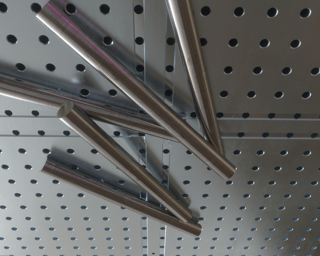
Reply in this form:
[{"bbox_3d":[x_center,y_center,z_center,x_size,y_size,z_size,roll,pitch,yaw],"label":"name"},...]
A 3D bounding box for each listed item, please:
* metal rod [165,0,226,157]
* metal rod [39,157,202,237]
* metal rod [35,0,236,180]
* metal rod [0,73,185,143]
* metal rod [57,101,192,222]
[{"bbox_3d":[0.046,-0.052,0.367,0.025,0.025,0.299,-13,129,10],"label":"metal rod"},{"bbox_3d":[-0.051,0.122,0.514,0.301,0.025,0.025,29,124,-23],"label":"metal rod"},{"bbox_3d":[-0.011,-0.029,0.367,0.025,0.025,0.300,-37,116,27],"label":"metal rod"},{"bbox_3d":[-0.109,-0.030,0.384,0.302,0.025,0.025,15,128,-14],"label":"metal rod"},{"bbox_3d":[-0.032,0.066,0.449,0.025,0.025,0.300,-25,132,19],"label":"metal rod"}]
